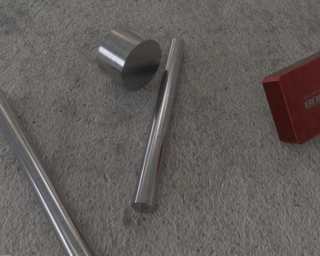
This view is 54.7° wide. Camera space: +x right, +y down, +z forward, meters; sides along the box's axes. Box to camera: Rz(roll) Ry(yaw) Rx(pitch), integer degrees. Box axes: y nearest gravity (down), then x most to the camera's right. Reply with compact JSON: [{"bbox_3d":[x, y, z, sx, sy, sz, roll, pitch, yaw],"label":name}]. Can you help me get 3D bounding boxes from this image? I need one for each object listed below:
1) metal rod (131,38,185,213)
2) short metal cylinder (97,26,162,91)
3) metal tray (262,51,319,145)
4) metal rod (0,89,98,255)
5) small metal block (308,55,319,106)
[{"bbox_3d":[0.005,-0.028,0.426,0.025,0.025,0.300,7,50,6],"label":"metal rod"},{"bbox_3d":[-0.043,-0.101,0.452,0.050,0.080,0.080,35,58,26],"label":"short metal cylinder"},{"bbox_3d":[0.202,-0.045,0.402,0.131,0.090,0.030,-25,12,-20],"label":"metal tray"},{"bbox_3d":[-0.148,0.046,0.362,0.025,0.025,0.300,-29,56,-22],"label":"metal rod"},{"bbox_3d":[0.233,-0.069,0.443,0.025,0.050,0.050,-15,41,34],"label":"small metal block"}]
